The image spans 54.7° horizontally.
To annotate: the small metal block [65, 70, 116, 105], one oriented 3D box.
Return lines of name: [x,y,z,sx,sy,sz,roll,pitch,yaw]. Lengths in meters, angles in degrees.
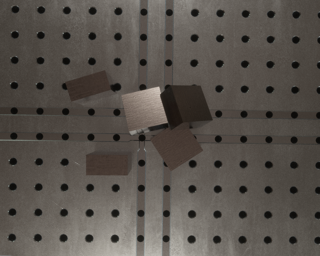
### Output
small metal block: [-0.087,-0.051,0.400,0.050,0.050,0.025,-17,90,0]

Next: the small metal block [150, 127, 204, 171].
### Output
small metal block: [0.022,0.022,0.414,0.050,0.025,0.050,-33,91,0]

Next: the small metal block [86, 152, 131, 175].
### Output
small metal block: [-0.064,0.045,0.400,0.050,0.050,0.025,0,90,-1]

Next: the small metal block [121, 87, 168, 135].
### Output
small metal block: [-0.019,-0.022,0.408,0.050,0.025,0.050,-13,76,-1]

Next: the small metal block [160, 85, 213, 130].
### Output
small metal block: [0.034,-0.026,0.395,0.050,0.025,0.050,-5,70,-37]
